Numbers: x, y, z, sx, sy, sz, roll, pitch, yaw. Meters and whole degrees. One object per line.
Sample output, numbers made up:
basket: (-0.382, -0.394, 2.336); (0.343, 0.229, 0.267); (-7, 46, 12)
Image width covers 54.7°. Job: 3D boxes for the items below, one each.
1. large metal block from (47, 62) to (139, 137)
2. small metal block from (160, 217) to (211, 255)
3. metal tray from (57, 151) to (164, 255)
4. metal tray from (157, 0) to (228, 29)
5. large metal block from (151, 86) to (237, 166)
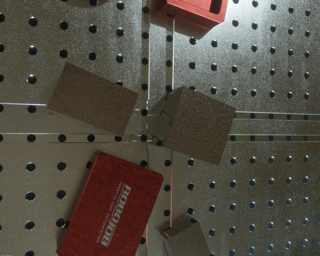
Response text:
large metal block: (-0.080, -0.028, 0.354); (0.080, 0.080, 0.050); (22, 83, -19)
small metal block: (0.035, 0.160, 0.426); (0.050, 0.025, 0.050); (-22, 98, -19)
metal tray: (-0.061, 0.104, 0.388); (0.090, 0.030, 0.130); (24, 82, -19)
metal tray: (0.054, -0.215, 0.429); (0.091, 0.030, 0.129); (13, 86, -20)
large metal block: (0.045, -0.001, 0.416); (0.080, 0.050, 0.080); (20, 83, -19)
